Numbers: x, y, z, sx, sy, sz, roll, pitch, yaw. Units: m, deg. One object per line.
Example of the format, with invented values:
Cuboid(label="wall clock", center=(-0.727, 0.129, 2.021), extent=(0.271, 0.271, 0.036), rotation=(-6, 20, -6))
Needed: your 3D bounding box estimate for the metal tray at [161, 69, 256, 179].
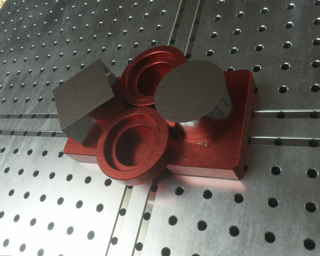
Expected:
Cuboid(label="metal tray", center=(0.061, -0.008, 0.375), extent=(0.090, 0.030, 0.130), rotation=(1, 62, 28))

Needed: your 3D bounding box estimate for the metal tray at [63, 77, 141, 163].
Cuboid(label="metal tray", center=(-0.077, -0.014, 0.454), extent=(0.090, 0.030, 0.130), rotation=(1, 62, 27))

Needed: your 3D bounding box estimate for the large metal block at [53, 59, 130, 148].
Cuboid(label="large metal block", center=(-0.092, -0.034, 0.423), extent=(0.080, 0.050, 0.080), rotation=(-32, 52, 7))

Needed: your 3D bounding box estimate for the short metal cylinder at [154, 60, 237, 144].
Cuboid(label="short metal cylinder", center=(0.041, -0.029, 0.349), extent=(0.080, 0.050, 0.080), rotation=(-13, 56, 21))

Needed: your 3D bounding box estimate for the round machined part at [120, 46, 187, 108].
Cuboid(label="round machined part", center=(-0.002, -0.061, 0.424), extent=(0.098, 0.042, 0.098), rotation=(-13, 56, 21))

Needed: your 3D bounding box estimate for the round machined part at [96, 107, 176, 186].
Cuboid(label="round machined part", center=(-0.026, 0.025, 0.384), extent=(0.098, 0.042, 0.098), rotation=(-13, 56, 21))
